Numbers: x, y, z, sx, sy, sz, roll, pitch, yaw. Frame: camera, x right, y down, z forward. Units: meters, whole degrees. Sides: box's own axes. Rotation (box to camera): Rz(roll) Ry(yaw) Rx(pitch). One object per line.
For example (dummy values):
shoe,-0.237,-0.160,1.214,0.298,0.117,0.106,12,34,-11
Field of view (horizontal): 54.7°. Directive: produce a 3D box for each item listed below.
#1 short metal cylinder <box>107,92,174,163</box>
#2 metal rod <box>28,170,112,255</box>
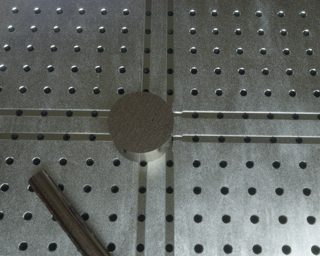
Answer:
short metal cylinder,-0.023,0.000,0.398,0.081,0.050,0.080,0,70,0
metal rod,-0.054,0.167,0.350,0.025,0.025,0.300,-40,75,-13
